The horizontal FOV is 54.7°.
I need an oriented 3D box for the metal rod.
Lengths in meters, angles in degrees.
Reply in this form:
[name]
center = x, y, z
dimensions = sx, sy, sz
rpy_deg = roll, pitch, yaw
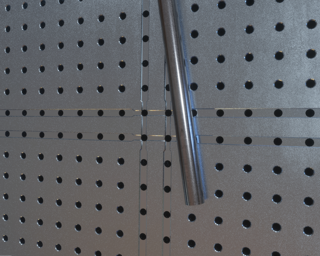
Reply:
[metal rod]
center = 0.025, -0.052, 0.403
dimensions = 0.025, 0.025, 0.298
rpy_deg = -9, 87, 19
